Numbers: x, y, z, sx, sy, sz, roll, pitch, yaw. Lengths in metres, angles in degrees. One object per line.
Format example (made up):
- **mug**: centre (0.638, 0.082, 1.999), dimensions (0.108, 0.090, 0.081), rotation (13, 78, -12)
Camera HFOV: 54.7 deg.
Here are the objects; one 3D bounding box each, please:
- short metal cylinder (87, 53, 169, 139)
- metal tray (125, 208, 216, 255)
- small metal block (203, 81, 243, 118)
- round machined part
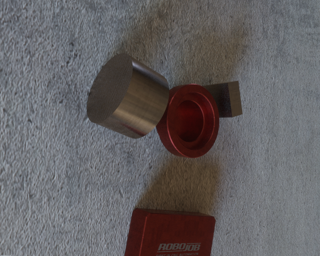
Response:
- **short metal cylinder**: centre (-0.036, -0.034, 0.339), dimensions (0.050, 0.080, 0.080), rotation (26, 74, -37)
- **metal tray**: centre (0.016, 0.159, 0.415), dimensions (0.131, 0.030, 0.090), rotation (16, 80, -39)
- **small metal block**: centre (0.093, -0.042, 0.466), dimensions (0.025, 0.050, 0.050), rotation (-16, 100, -39)
- **round machined part**: centre (0.033, -0.009, 0.421), dimensions (0.099, 0.042, 0.097), rotation (0, 90, -40)
